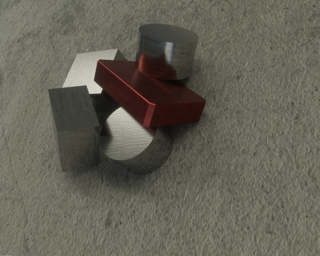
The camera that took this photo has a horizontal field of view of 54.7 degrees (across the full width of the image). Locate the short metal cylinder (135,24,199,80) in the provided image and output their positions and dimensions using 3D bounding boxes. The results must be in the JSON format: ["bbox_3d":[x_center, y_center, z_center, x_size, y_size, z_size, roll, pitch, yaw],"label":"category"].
[{"bbox_3d":[0.008,-0.106,0.425,0.081,0.050,0.080,7,33,-4],"label":"short metal cylinder"}]

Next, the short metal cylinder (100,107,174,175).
[{"bbox_3d":[-0.029,0.014,0.397,0.080,0.050,0.080,-13,56,21],"label":"short metal cylinder"}]

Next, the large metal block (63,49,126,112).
[{"bbox_3d":[-0.097,-0.072,0.481,0.080,0.050,0.080,1,62,28],"label":"large metal block"}]

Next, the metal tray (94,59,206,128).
[{"bbox_3d":[-0.016,-0.049,0.404,0.130,0.091,0.030,41,125,39],"label":"metal tray"}]

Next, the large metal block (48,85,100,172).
[{"bbox_3d":[-0.117,0.000,0.422,0.050,0.079,0.080,-10,49,-21],"label":"large metal block"}]
